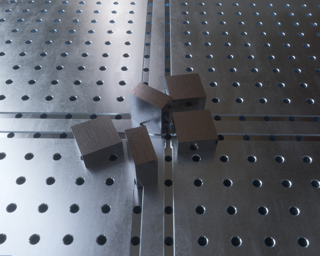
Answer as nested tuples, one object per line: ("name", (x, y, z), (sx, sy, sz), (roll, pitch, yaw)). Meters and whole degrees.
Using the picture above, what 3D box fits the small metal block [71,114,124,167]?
("small metal block", (-0.080, 0.015, 0.394), (0.050, 0.025, 0.050), (-20, 53, -16))

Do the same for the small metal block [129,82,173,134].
("small metal block", (-0.012, -0.026, 0.413), (0.050, 0.050, 0.025), (27, 55, 21))

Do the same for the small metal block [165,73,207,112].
("small metal block", (0.036, -0.052, 0.452), (0.050, 0.025, 0.050), (-6, 50, -6))

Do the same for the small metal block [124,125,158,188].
("small metal block", (-0.022, 0.034, 0.363), (0.025, 0.050, 0.050), (-13, 51, -11))

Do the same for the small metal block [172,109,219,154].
("small metal block", (0.044, 0.004, 0.405), (0.050, 0.025, 0.050), (-5, 50, -5))
